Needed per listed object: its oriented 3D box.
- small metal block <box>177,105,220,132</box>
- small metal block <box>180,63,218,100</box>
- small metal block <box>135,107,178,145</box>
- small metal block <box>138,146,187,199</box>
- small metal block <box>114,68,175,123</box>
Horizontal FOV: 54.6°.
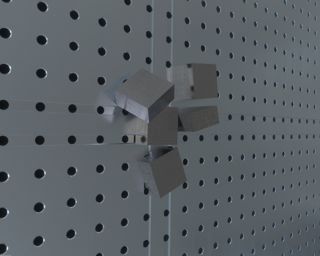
[{"bbox_3d":[0.045,-0.013,0.430,0.050,0.050,0.025,-17,102,-39],"label":"small metal block"},{"bbox_3d":[0.058,-0.068,0.456,0.050,0.025,0.050,-7,95,-40],"label":"small metal block"},{"bbox_3d":[-0.004,-0.003,0.405,0.050,0.025,0.050,2,89,-40],"label":"small metal block"},{"bbox_3d":[0.004,0.057,0.411,0.050,0.025,0.050,-26,107,-37],"label":"small metal block"},{"bbox_3d":[-0.018,-0.040,0.373,0.050,0.050,0.025,-45,152,-30],"label":"small metal block"}]
